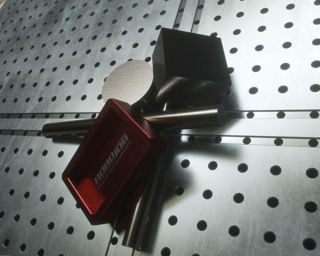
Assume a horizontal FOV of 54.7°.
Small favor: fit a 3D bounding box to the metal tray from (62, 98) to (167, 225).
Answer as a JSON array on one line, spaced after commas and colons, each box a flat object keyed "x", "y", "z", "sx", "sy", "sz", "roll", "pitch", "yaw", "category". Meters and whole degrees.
[{"x": -0.061, "y": 0.041, "z": 0.379, "sx": 0.090, "sy": 0.030, "sz": 0.129, "roll": 44, "pitch": 108, "yaw": 33, "category": "metal tray"}]

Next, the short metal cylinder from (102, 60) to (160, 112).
[{"x": -0.035, "y": -0.050, "z": 0.440, "sx": 0.080, "sy": 0.050, "sz": 0.080, "roll": -13, "pitch": 56, "yaw": 21, "category": "short metal cylinder"}]

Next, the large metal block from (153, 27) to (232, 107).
[{"x": 0.037, "y": -0.075, "z": 0.394, "sx": 0.081, "sy": 0.050, "sz": 0.080, "roll": 6, "pitch": 56, "yaw": -15, "category": "large metal block"}]

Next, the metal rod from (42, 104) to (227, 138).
[{"x": -0.057, "y": -0.004, "z": 0.420, "sx": 0.300, "sy": 0.025, "sz": 0.025, "roll": -4, "pitch": 60, "yaw": 34, "category": "metal rod"}]

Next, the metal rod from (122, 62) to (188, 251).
[{"x": 0.005, "y": 0.001, "z": 0.405, "sx": 0.025, "sy": 0.025, "sz": 0.300, "roll": 1, "pitch": 62, "yaw": 29, "category": "metal rod"}]
